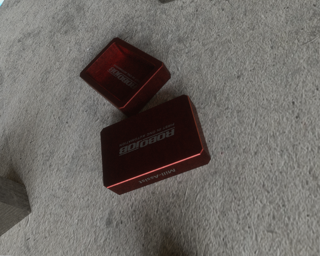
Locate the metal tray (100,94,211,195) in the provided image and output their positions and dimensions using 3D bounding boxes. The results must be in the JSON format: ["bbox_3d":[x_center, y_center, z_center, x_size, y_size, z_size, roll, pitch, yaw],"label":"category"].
[{"bbox_3d":[-0.011,0.021,0.393,0.130,0.030,0.090,-22,54,15],"label":"metal tray"}]

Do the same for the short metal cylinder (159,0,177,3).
[{"bbox_3d":[0.019,-0.255,0.515,0.050,0.080,0.080,-8,58,24],"label":"short metal cylinder"}]

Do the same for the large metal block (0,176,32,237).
[{"bbox_3d":[-0.243,0.111,0.429,0.080,0.080,0.050,-38,51,3],"label":"large metal block"}]

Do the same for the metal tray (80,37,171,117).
[{"bbox_3d":[-0.057,-0.082,0.480,0.090,0.030,0.130,-48,51,-6],"label":"metal tray"}]
